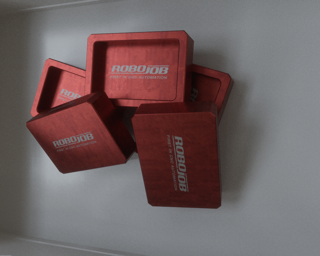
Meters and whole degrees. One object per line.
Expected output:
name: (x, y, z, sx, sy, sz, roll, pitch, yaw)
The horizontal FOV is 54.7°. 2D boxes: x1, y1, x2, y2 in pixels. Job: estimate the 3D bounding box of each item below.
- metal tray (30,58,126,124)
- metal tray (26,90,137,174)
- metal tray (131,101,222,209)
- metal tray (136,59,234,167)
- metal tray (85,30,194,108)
metal tray: (-0.115, -0.038, 0.444, 0.130, 0.030, 0.089, 21, 97, 18)
metal tray: (-0.104, 0.010, 0.405, 0.130, 0.030, 0.090, -13, 115, 34)
metal tray: (0.024, 0.035, 0.363, 0.090, 0.030, 0.129, -2, 118, 14)
metal tray: (0.029, -0.016, 0.395, 0.090, 0.030, 0.129, 20, 97, 18)
metal tray: (-0.027, -0.070, 0.383, 0.130, 0.030, 0.089, 4, 91, 19)
